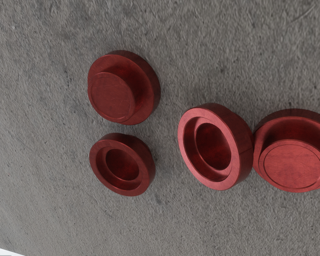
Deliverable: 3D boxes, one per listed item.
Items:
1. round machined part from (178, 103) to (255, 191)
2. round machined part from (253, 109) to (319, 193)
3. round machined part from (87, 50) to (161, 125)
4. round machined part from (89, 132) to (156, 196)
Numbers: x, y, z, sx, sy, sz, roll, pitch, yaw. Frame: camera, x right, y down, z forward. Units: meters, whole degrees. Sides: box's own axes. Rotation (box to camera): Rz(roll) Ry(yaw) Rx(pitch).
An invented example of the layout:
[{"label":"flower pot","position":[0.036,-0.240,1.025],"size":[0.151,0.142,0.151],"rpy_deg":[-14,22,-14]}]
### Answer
[{"label":"round machined part","position":[0.068,0.018,0.354],"size":[0.098,0.042,0.097],"rpy_deg":[32,132,44]},{"label":"round machined part","position":[0.146,0.031,0.338],"size":[0.098,0.042,0.097],"rpy_deg":[13,124,21]},{"label":"round machined part","position":[-0.052,-0.046,0.395],"size":[0.098,0.042,0.097],"rpy_deg":[13,124,21]},{"label":"round machined part","position":[-0.050,0.048,0.452],"size":[0.098,0.042,0.097],"rpy_deg":[13,124,21]}]
